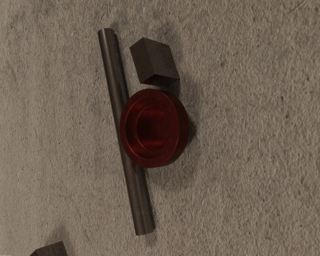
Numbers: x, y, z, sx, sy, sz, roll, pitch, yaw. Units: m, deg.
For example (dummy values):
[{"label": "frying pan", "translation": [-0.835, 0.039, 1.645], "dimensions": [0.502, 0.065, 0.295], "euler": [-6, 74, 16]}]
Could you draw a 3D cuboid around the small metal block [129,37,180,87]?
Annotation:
[{"label": "small metal block", "translation": [-0.006, -0.082, 0.392], "dimensions": [0.025, 0.050, 0.050], "euler": [-27, 74, 37]}]

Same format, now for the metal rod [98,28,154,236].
[{"label": "metal rod", "translation": [-0.051, -0.001, 0.444], "dimensions": [0.025, 0.025, 0.298], "euler": [-20, 78, 38]}]

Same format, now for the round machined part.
[{"label": "round machined part", "translation": [-0.003, 0.000, 0.394], "dimensions": [0.098, 0.042, 0.097], "euler": [0, 90, 39]}]

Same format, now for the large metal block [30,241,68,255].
[{"label": "large metal block", "translation": [-0.200, 0.262, 0.550], "dimensions": [0.080, 0.050, 0.080], "euler": [-46, 63, 30]}]
